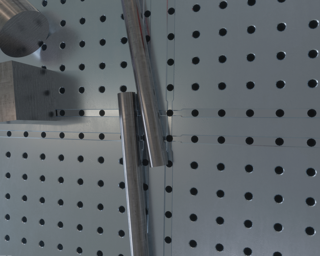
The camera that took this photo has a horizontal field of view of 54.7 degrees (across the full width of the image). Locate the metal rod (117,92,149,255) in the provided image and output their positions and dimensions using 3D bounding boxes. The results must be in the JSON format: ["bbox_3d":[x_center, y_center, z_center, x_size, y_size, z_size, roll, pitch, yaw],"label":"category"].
[{"bbox_3d":[-0.033,0.100,0.424,0.025,0.025,0.298,-6,88,20],"label":"metal rod"}]

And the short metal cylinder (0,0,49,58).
[{"bbox_3d":[-0.215,-0.152,0.459,0.050,0.080,0.080,43,104,15],"label":"short metal cylinder"}]

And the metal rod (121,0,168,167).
[{"bbox_3d":[-0.027,-0.096,0.422,0.025,0.025,0.298,-11,86,19],"label":"metal rod"}]

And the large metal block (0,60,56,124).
[{"bbox_3d":[-0.202,-0.048,0.455,0.050,0.080,0.080,-6,88,20],"label":"large metal block"}]
